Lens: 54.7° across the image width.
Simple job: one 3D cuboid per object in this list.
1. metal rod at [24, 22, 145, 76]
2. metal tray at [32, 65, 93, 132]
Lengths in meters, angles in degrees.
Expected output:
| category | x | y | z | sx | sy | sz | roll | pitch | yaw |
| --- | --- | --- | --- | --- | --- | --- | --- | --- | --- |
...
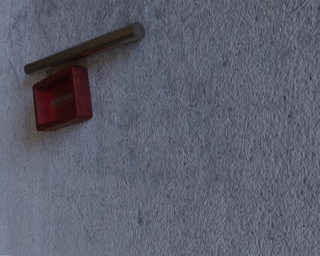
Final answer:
| category | x | y | z | sx | sy | sz | roll | pitch | yaw |
| --- | --- | --- | --- | --- | --- | --- | --- | --- | --- |
| metal rod | -0.144 | -0.125 | 0.524 | 0.300 | 0.025 | 0.025 | -5 | 87 | 39 |
| metal tray | -0.175 | -0.048 | 0.546 | 0.130 | 0.030 | 0.090 | -13 | 81 | 39 |
